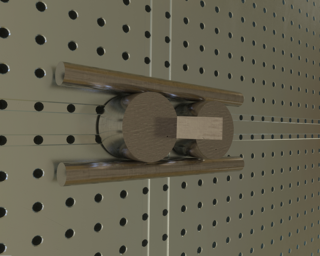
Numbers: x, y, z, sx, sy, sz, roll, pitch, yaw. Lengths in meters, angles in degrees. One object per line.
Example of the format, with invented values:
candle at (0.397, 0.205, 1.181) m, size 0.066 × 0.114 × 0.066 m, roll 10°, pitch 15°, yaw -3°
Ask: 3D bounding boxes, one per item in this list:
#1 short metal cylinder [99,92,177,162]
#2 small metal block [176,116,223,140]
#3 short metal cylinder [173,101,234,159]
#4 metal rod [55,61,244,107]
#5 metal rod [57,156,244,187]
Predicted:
short metal cylinder at (-0.025, -0.001, 0.368) m, size 0.081 × 0.050 × 0.079 m, roll 0°, pitch 90°, yaw -40°
small metal block at (0.047, 0.001, 0.368) m, size 0.050 × 0.050 × 0.025 m, roll 22°, pitch 70°, yaw -83°
short metal cylinder at (0.059, 0.003, 0.439) m, size 0.081 × 0.050 × 0.079 m, roll 0°, pitch 90°, yaw -40°
metal rod at (0.013, -0.052, 0.416) m, size 0.302 × 0.025 × 0.025 m, roll 2°, pitch 89°, yaw -40°
metal rod at (0.014, 0.054, 0.417) m, size 0.302 × 0.025 × 0.025 m, roll 3°, pitch 88°, yaw -40°
